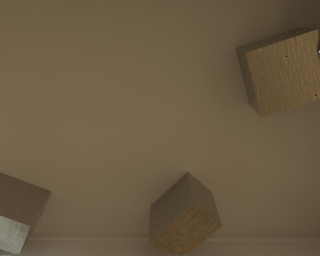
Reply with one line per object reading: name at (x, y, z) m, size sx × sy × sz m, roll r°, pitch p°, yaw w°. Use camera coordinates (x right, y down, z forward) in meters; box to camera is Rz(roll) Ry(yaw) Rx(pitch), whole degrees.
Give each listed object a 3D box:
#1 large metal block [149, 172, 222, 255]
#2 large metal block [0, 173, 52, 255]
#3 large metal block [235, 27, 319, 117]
large metal block at (0.032, 0.120, 0.427) m, size 0.050 × 0.080 × 0.080 m, roll 41°, pitch 105°, yaw -14°
large metal block at (-0.207, 0.113, 0.421) m, size 0.080 × 0.080 × 0.050 m, roll 23°, pitch 108°, yaw -9°
large metal block at (0.146, -0.068, 0.375) m, size 0.080 × 0.050 × 0.080 m, roll -18°, pitch 109°, yaw 6°
